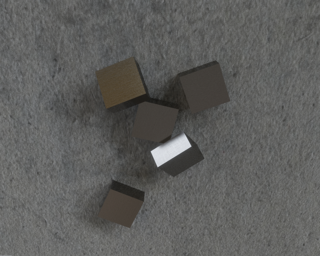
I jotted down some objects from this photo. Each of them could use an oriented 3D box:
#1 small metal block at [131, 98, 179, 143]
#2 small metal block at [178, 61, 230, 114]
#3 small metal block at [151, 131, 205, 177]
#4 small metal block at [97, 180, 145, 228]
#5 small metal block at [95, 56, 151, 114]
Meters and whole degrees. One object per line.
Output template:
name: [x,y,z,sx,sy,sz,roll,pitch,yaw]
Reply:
small metal block: [-0.007,-0.011,0.406,0.050,0.025,0.050,13,110,-5]
small metal block: [0.055,-0.052,0.392,0.050,0.025,0.050,-19,109,6]
small metal block: [0.024,0.036,0.410,0.050,0.025,0.050,-33,146,11]
small metal block: [-0.056,0.111,0.450,0.050,0.025,0.050,23,108,-9]
small metal block: [-0.045,-0.052,0.378,0.050,0.025,0.050,-21,76,7]
